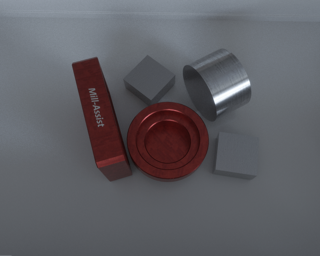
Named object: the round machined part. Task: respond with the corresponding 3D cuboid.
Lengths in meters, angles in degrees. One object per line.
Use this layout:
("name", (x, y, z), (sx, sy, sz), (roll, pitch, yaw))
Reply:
("round machined part", (0.009, 0.020, 0.390), (0.099, 0.042, 0.098), (0, 70, -1))

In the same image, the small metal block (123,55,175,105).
("small metal block", (-0.014, -0.065, 0.431), (0.050, 0.025, 0.050), (38, 75, 14))

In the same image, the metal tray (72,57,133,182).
("metal tray", (-0.068, -0.008, 0.375), (0.030, 0.090, 0.130), (-16, 71, -6))

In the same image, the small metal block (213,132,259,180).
("small metal block", (0.097, 0.036, 0.396), (0.050, 0.025, 0.050), (8, 70, 4))

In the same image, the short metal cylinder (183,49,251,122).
("short metal cylinder", (0.072, -0.055, 0.400), (0.050, 0.080, 0.080), (-28, 73, -10))
